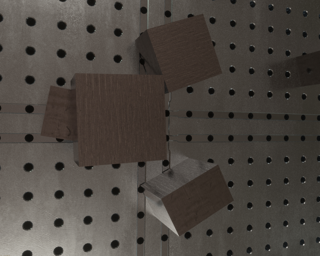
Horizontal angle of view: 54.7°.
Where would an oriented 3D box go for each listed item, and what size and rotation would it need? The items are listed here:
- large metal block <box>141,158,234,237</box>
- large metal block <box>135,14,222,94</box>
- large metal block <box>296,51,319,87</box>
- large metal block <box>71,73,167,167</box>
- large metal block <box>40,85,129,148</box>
[{"bbox_3d":[0.032,0.083,0.396,0.081,0.080,0.050,-27,100,-18],"label":"large metal block"},{"bbox_3d":[0.024,-0.094,0.409,0.081,0.050,0.080,-22,98,-19],"label":"large metal block"},{"bbox_3d":[0.281,-0.101,0.490,0.081,0.080,0.050,-13,95,-20],"label":"large metal block"},{"bbox_3d":[-0.041,-0.008,0.300,0.081,0.050,0.079,-2,91,-21],"label":"large metal block"},{"bbox_3d":[-0.088,-0.010,0.351,0.081,0.080,0.050,11,87,-20],"label":"large metal block"}]
